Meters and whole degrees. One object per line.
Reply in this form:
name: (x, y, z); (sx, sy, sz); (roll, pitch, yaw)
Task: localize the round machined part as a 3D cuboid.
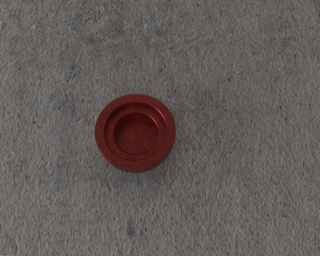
round machined part: (-0.030, 0.009, 0.396); (0.099, 0.042, 0.098); (0, 70, 0)
